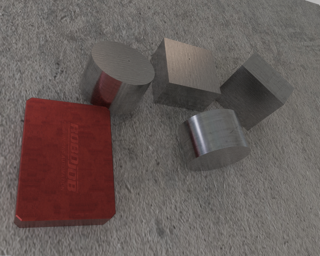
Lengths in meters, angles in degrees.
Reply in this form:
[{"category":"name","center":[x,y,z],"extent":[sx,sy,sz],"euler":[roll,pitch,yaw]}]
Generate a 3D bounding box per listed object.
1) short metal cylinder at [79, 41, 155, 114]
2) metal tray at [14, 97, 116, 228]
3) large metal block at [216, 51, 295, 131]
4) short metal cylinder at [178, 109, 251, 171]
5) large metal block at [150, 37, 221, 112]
[{"category":"short metal cylinder","center":[-0.054,-0.063,0.387],"extent":[0.080,0.050,0.080],"euler":[19,41,-18]},{"category":"metal tray","center":[-0.098,0.034,0.327],"extent":[0.091,0.030,0.130],"euler":[6,59,-25]},{"category":"large metal block","center":[0.141,-0.055,0.478],"extent":[0.080,0.080,0.050],"euler":[45,51,2]},{"category":"short metal cylinder","center":[0.068,0.017,0.394],"extent":[0.081,0.080,0.050],"euler":[1,62,-28]},{"category":"large metal block","center":[0.035,-0.076,0.453],"extent":[0.081,0.050,0.080],"euler":[9,58,-24]}]
